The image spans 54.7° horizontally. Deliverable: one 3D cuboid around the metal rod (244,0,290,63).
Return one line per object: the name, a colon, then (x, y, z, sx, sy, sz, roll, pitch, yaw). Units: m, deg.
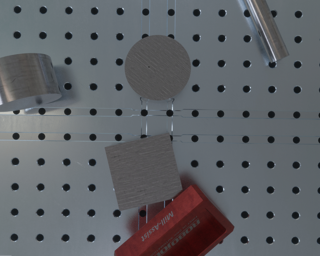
metal rod: (0.101, -0.229, 0.413, 0.025, 0.025, 0.299, -24, 90, 0)

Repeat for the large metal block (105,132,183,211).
large metal block: (-0.019, 0.053, 0.401, 0.080, 0.050, 0.080, -13, 90, 0)

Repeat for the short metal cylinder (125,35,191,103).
short metal cylinder: (-0.003, -0.073, 0.401, 0.081, 0.050, 0.080, 0, 90, 0)

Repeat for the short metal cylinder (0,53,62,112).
short metal cylinder: (-0.170, -0.055, 0.384, 0.080, 0.080, 0.050, -16, 90, 0)

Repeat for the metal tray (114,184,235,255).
metal tray: (0.021, 0.140, 0.386, 0.130, 0.030, 0.090, -41, 129, 0)
